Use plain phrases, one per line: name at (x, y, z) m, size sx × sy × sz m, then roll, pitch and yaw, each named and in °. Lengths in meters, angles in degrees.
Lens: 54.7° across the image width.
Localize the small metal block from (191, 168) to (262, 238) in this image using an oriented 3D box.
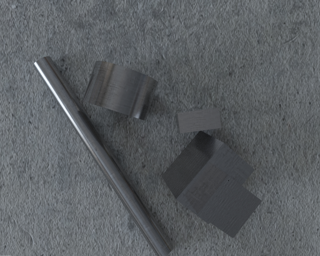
small metal block at (0.070, 0.080, 0.332) m, size 0.050 × 0.025 × 0.050 m, roll 37°, pitch 90°, yaw -15°

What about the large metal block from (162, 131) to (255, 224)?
large metal block at (0.054, 0.055, 0.378) m, size 0.050 × 0.080 × 0.080 m, roll 40°, pitch 90°, yaw -15°

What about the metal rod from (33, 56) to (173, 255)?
metal rod at (-0.074, 0.038, 0.409) m, size 0.025 × 0.025 × 0.299 m, roll -33°, pitch 90°, yaw 0°

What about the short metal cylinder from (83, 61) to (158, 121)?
short metal cylinder at (-0.048, -0.044, 0.382) m, size 0.080 × 0.080 × 0.050 m, roll 18°, pitch 90°, yaw -1°

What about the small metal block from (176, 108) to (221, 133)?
small metal block at (0.047, -0.009, 0.398) m, size 0.050 × 0.050 × 0.025 m, roll -8°, pitch 90°, yaw 0°
